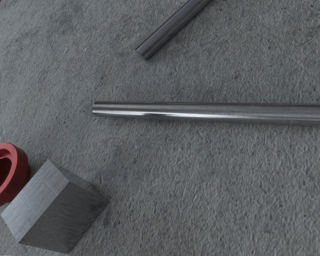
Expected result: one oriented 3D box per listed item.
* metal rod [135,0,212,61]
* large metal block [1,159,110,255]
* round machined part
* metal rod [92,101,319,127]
[{"bbox_3d":[0.078,-0.217,0.494,0.300,0.025,0.025,-43,51,-2],"label":"metal rod"},{"bbox_3d":[-0.122,0.096,0.372,0.050,0.080,0.080,32,79,37],"label":"large metal block"},{"bbox_3d":[-0.238,0.075,0.469,0.098,0.042,0.098,-13,56,20],"label":"round machined part"},{"bbox_3d":[0.037,-0.021,0.395,0.300,0.025,0.025,3,63,29],"label":"metal rod"}]
